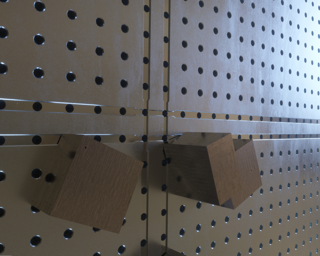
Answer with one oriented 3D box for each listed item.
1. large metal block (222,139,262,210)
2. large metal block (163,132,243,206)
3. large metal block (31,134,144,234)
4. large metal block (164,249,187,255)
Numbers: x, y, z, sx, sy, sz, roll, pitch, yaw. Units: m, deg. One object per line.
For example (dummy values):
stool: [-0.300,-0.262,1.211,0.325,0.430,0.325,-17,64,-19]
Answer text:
large metal block: [0.111,0.069,0.489,0.081,0.050,0.080,-26,107,-37]
large metal block: [0.058,0.052,0.424,0.050,0.080,0.079,-23,105,-38]
large metal block: [-0.075,0.059,0.332,0.080,0.050,0.080,31,71,-36]
large metal block: [0.016,0.225,0.409,0.081,0.050,0.080,-29,109,-36]
